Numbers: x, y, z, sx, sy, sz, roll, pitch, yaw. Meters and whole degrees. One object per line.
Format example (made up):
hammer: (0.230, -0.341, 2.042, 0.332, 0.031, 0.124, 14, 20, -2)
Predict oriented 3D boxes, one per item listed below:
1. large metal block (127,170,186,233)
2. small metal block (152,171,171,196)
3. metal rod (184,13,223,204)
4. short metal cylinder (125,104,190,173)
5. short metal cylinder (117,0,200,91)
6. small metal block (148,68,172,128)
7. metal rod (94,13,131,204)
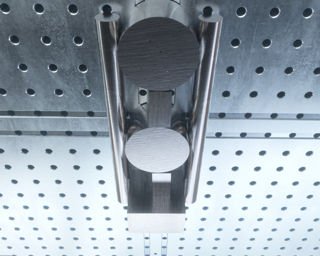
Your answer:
large metal block: (-0.005, 0.110, 0.469, 0.081, 0.080, 0.050, 1, 130, -1)
small metal block: (0.002, 0.063, 0.448, 0.025, 0.050, 0.050, 0, 130, 0)
metal rod: (0.050, 0.001, 0.412, 0.025, 0.025, 0.298, 0, 130, -1)
short metal cylinder: (-0.003, 0.013, 0.406, 0.081, 0.050, 0.079, 0, 130, 0)
short metal cylinder: (-0.001, -0.085, 0.322, 0.081, 0.050, 0.079, 0, 130, 0)
small metal block: (0.000, -0.036, 0.363, 0.025, 0.050, 0.050, 1, 130, -1)
metal rod: (-0.056, 0.001, 0.410, 0.025, 0.025, 0.298, 0, 130, -1)
